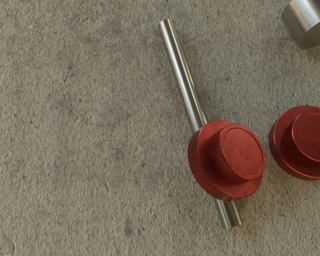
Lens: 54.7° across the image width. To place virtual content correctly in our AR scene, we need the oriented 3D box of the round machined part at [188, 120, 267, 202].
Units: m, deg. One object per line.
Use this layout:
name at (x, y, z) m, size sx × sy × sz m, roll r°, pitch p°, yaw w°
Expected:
round machined part at (0.085, 0.034, 0.366) m, size 0.099 × 0.042 × 0.098 m, roll 14°, pitch 59°, yaw -25°

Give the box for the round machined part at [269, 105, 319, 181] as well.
round machined part at (0.195, 0.015, 0.396) m, size 0.099 × 0.042 × 0.098 m, roll 0°, pitch 70°, yaw -1°

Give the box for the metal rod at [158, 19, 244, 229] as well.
metal rod at (0.048, -0.019, 0.415) m, size 0.025 × 0.025 × 0.299 m, roll -14°, pitch 71°, yaw -5°

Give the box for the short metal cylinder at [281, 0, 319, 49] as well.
short metal cylinder at (0.222, -0.157, 0.439) m, size 0.081 × 0.080 × 0.050 m, roll -19°, pitch 71°, yaw -7°
